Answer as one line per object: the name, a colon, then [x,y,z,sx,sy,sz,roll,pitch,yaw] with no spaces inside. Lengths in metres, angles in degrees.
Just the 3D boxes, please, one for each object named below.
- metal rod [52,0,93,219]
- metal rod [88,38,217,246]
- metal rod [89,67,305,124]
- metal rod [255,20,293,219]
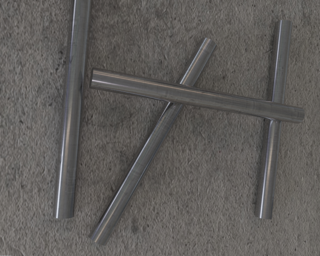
metal rod: [-0.103,-0.045,0.370,0.025,0.025,0.298,5,88,-20]
metal rod: [-0.004,0.010,0.407,0.025,0.025,0.300,33,79,-17]
metal rod: [0.063,-0.038,0.404,0.302,0.025,0.025,8,88,-20]
metal rod: [0.174,-0.014,0.472,0.025,0.025,0.298,8,87,-20]
